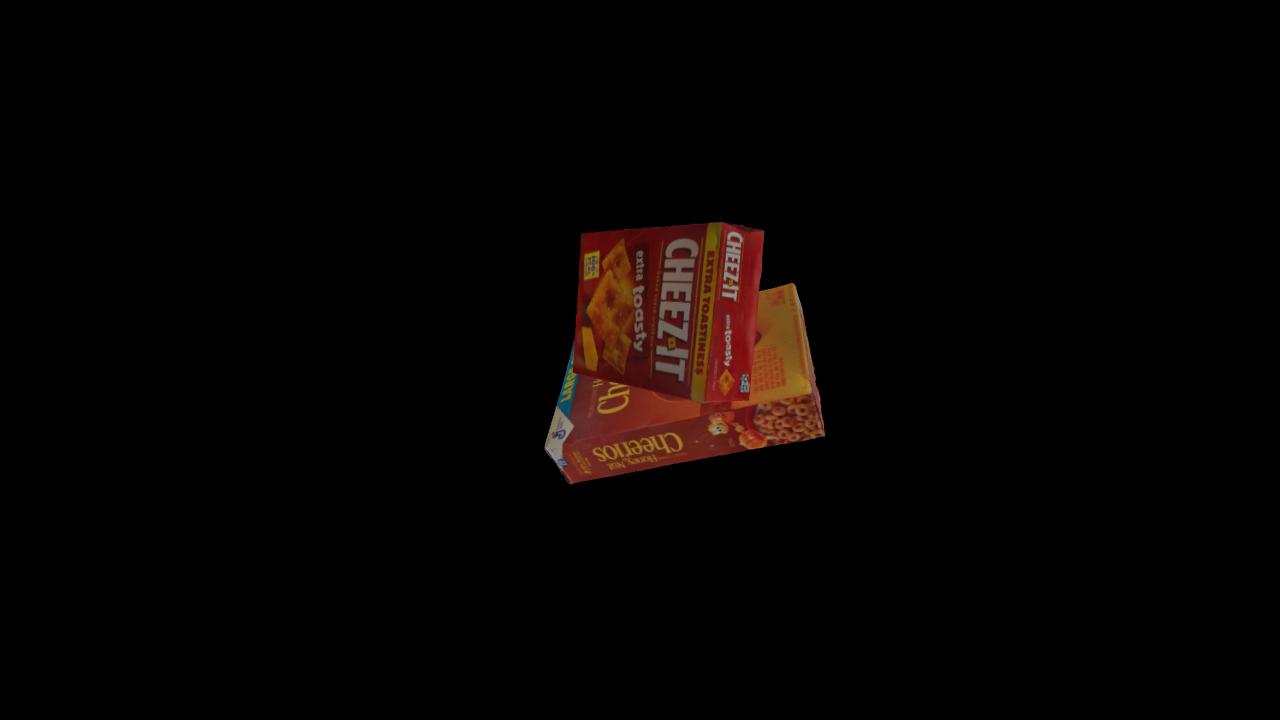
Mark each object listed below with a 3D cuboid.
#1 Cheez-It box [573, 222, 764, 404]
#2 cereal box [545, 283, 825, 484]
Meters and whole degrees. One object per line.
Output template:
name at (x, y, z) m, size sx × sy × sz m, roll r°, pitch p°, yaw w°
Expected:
Cheez-It box at (0.019, -0.051, 0.643) m, size 0.071 × 0.166 × 0.223 m, roll 0°, pitch 6°, yaw -40°
cereal box at (0.050, 0.026, 0.736) m, size 0.306 × 0.081 × 0.203 m, roll -13°, pitch 37°, yaw 18°
